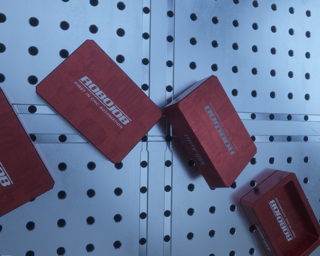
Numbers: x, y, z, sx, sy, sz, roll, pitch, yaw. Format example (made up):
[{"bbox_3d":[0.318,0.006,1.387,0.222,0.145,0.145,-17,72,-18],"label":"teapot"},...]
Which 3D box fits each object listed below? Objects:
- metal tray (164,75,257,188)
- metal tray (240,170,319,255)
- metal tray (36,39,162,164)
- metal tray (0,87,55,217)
[{"bbox_3d":[0.072,0.005,0.421,0.090,0.030,0.130,-40,104,-36],"label":"metal tray"},{"bbox_3d":[0.192,0.143,0.480,0.090,0.030,0.130,-32,101,-17],"label":"metal tray"},{"bbox_3d":[-0.072,-0.031,0.383,0.130,0.030,0.090,45,76,-15],"label":"metal tray"},{"bbox_3d":[-0.188,0.029,0.341,0.090,0.030,0.130,-29,100,-18],"label":"metal tray"}]
